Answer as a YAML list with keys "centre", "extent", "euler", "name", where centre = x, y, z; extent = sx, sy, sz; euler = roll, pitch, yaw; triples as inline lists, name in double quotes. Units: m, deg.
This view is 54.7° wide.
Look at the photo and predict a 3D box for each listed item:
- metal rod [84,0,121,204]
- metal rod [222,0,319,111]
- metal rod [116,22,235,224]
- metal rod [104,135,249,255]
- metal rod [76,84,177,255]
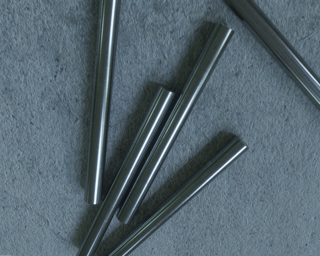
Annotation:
- centre: [-0.075, -0.036, 0.395]
  extent: [0.025, 0.025, 0.298]
  euler: [8, 110, -3]
  name: "metal rod"
- centre: [0.155, -0.086, 0.379]
  extent: [0.300, 0.025, 0.025]
  euler: [42, 105, -14]
  name: "metal rod"
- centre: [0.012, 0.007, 0.412]
  extent: [0.025, 0.025, 0.298]
  euler: [24, 108, -9]
  name: "metal rod"
- centre: [0.009, 0.121, 0.454]
  extent: [0.025, 0.025, 0.299]
  euler: [41, 105, -14]
  name: "metal rod"
- centre: [-0.055, 0.076, 0.437]
  extent: [0.025, 0.025, 0.298]
  euler: [24, 108, -9]
  name: "metal rod"
